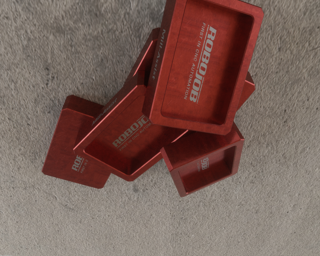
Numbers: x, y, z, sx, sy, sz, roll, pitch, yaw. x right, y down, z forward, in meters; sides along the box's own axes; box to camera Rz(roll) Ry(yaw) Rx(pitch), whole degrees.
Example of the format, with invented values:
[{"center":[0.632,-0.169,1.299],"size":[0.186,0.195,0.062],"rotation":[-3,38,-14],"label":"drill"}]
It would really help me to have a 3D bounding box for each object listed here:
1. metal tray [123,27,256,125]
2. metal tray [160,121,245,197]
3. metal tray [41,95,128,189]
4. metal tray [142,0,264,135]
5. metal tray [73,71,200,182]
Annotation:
[{"center":[0.032,-0.048,0.365],"size":[0.131,0.030,0.089],"rotation":[21,127,-18],"label":"metal tray"},{"center":[0.056,0.044,0.399],"size":[0.090,0.030,0.130],"rotation":[-23,153,-2],"label":"metal tray"},{"center":[-0.101,0.025,0.424],"size":[0.091,0.030,0.129],"rotation":[19,127,-16],"label":"metal tray"},{"center":[0.041,-0.063,0.307],"size":[0.091,0.030,0.129],"rotation":[9,103,-21],"label":"metal tray"},{"center":[-0.029,0.004,0.369],"size":[0.090,0.030,0.130],"rotation":[34,122,-26],"label":"metal tray"}]
